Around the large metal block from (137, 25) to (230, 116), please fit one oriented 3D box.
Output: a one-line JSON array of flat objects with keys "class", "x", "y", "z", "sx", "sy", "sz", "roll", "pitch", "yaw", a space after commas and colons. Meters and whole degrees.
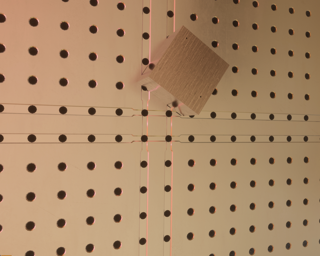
[{"class": "large metal block", "x": 0.030, "y": -0.072, "z": 0.410, "sx": 0.080, "sy": 0.050, "sz": 0.080, "roll": 36, "pitch": 79, "yaw": -17}]
